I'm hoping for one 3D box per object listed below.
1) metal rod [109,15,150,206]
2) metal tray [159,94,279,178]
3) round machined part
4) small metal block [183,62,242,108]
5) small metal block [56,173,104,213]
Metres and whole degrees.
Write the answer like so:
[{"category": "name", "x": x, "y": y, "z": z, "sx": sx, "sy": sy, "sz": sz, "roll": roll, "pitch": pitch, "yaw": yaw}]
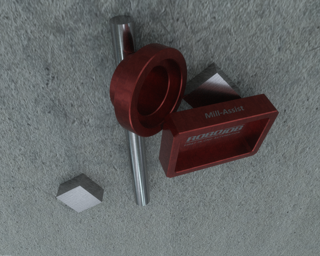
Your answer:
[{"category": "metal rod", "x": -0.034, "y": 0.004, "z": 0.409, "sx": 0.025, "sy": 0.025, "sz": 0.298, "roll": -2, "pitch": 130, "yaw": 1}, {"category": "metal tray", "x": 0.068, "y": 0.011, "z": 0.376, "sx": 0.131, "sy": 0.030, "sz": 0.089, "roll": -13, "pitch": 143, "yaw": -16}, {"category": "round machined part", "x": -0.015, "y": -0.043, "z": 0.333, "sx": 0.042, "sy": 0.099, "sz": 0.097, "roll": 25, "pitch": 137, "yaw": 29}, {"category": "small metal block", "x": 0.062, "y": -0.042, "z": 0.373, "sx": 0.050, "sy": 0.025, "sz": 0.050, "roll": -36, "pitch": 122, "yaw": 26}, {"category": "small metal block", "x": -0.127, "y": 0.104, "z": 0.494, "sx": 0.050, "sy": 0.025, "sz": 0.050, "roll": -27, "pitch": 126, "yaw": 21}]
